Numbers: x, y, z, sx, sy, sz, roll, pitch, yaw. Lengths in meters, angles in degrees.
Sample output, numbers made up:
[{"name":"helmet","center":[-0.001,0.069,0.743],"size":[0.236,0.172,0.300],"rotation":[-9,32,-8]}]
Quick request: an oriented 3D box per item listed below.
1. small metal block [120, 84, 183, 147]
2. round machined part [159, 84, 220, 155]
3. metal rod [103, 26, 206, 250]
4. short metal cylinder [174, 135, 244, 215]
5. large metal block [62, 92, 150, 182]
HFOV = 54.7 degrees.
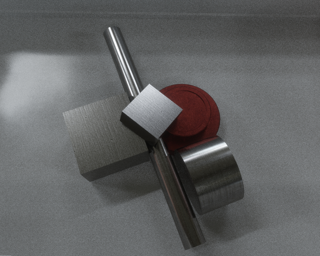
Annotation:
[{"name":"small metal block","center":[-0.010,-0.015,0.362],"size":[0.050,0.025,0.050],"rotation":[38,63,5]},{"name":"round machined part","center":[0.030,-0.015,0.404],"size":[0.099,0.042,0.098],"rotation":[0,70,-1]},{"name":"metal rod","center":[-0.014,-0.002,0.386],"size":[0.025,0.025,0.299],"rotation":[-20,71,-7]},{"name":"short metal cylinder","center":[0.055,0.054,0.360],"size":[0.050,0.080,0.080],"rotation":[-20,72,-7]},{"name":"large metal block","center":[-0.065,0.012,0.387],"size":[0.081,0.050,0.080],"rotation":[-19,71,-7]}]
